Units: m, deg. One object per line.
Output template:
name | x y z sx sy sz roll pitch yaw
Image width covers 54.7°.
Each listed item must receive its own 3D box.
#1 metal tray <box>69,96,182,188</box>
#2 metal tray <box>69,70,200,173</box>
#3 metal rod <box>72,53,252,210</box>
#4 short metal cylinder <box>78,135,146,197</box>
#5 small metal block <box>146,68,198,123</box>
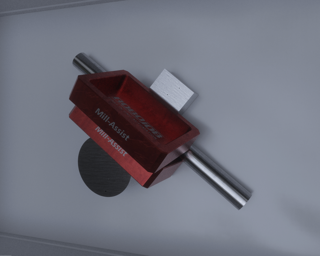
metal tray | -0.039 0.014 0.387 0.130 0.090 0.030 41 103 15
metal tray | -0.027 -0.015 0.356 0.130 0.091 0.030 41 120 15
metal rod | -0.007 -0.005 0.412 0.300 0.025 0.025 41 103 15
short metal cylinder | -0.060 0.045 0.410 0.080 0.050 0.079 4 98 24
small metal block | 0.013 -0.041 0.404 0.050 0.025 0.050 42 103 14
